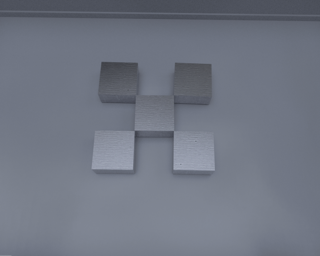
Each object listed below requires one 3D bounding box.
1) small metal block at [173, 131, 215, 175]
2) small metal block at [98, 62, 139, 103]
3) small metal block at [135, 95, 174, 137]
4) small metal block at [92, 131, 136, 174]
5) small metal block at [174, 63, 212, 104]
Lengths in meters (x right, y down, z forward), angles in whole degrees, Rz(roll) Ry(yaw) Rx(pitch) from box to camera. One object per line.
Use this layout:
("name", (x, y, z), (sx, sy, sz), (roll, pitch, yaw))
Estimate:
("small metal block", (0.042, 0.032, 0.396), (0.050, 0.025, 0.050), (1, 70, 0))
("small metal block", (-0.056, -0.063, 0.430), (0.050, 0.025, 0.050), (2, 70, 0))
("small metal block", (-0.007, -0.016, 0.413), (0.050, 0.025, 0.050), (1, 70, 0))
("small metal block", (-0.057, 0.031, 0.396), (0.050, 0.025, 0.050), (1, 70, 0))
("small metal block", (0.045, -0.062, 0.430), (0.050, 0.025, 0.050), (2, 70, 1))
